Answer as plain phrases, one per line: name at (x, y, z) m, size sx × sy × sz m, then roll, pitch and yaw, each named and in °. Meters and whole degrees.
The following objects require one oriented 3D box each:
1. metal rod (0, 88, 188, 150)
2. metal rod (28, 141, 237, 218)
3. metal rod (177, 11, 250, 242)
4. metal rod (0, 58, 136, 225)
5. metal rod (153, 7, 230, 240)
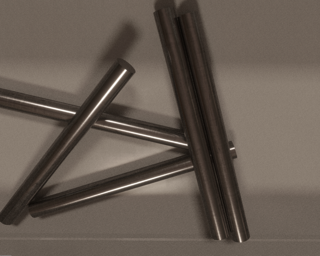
metal rod at (-0.102, -0.015, 0.404) m, size 0.302 × 0.025 × 0.025 m, roll 13°, pitch 110°, yaw -5°
metal rod at (-0.042, 0.074, 0.438) m, size 0.301 × 0.025 × 0.025 m, roll -17°, pitch 109°, yaw 6°
metal rod at (0.071, 0.008, 0.393) m, size 0.025 × 0.025 × 0.298 m, roll -14°, pitch 102°, yaw 5°
metal rod at (-0.131, 0.032, 0.400) m, size 0.025 × 0.025 × 0.299 m, roll 38°, pitch 113°, yaw -13°
metal rod at (0.043, 0.004, 0.390) m, size 0.025 × 0.025 × 0.298 m, roll -14°, pitch 101°, yaw 5°
